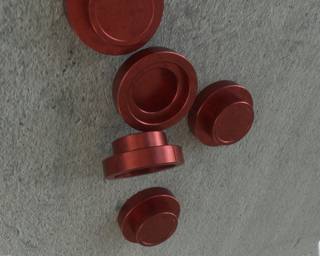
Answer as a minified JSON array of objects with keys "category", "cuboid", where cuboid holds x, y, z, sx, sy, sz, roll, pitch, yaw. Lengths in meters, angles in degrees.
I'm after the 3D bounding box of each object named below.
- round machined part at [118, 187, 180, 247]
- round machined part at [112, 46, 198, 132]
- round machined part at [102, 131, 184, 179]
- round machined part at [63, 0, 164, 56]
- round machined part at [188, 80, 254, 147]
[{"category":"round machined part","cuboid":[-0.012,0.143,0.478,0.099,0.042,0.097,-14,124,-21]},{"category":"round machined part","cuboid":[-0.009,-0.047,0.361,0.099,0.042,0.097,-14,124,-21]},{"category":"round machined part","cuboid":[-0.022,0.033,0.382,0.099,0.042,0.098,-11,167,-2]},{"category":"round machined part","cuboid":[-0.040,-0.118,0.301,0.099,0.042,0.097,-14,124,-21]},{"category":"round machined part","cuboid":[0.092,-0.014,0.437,0.099,0.042,0.097,-14,124,-21]}]
